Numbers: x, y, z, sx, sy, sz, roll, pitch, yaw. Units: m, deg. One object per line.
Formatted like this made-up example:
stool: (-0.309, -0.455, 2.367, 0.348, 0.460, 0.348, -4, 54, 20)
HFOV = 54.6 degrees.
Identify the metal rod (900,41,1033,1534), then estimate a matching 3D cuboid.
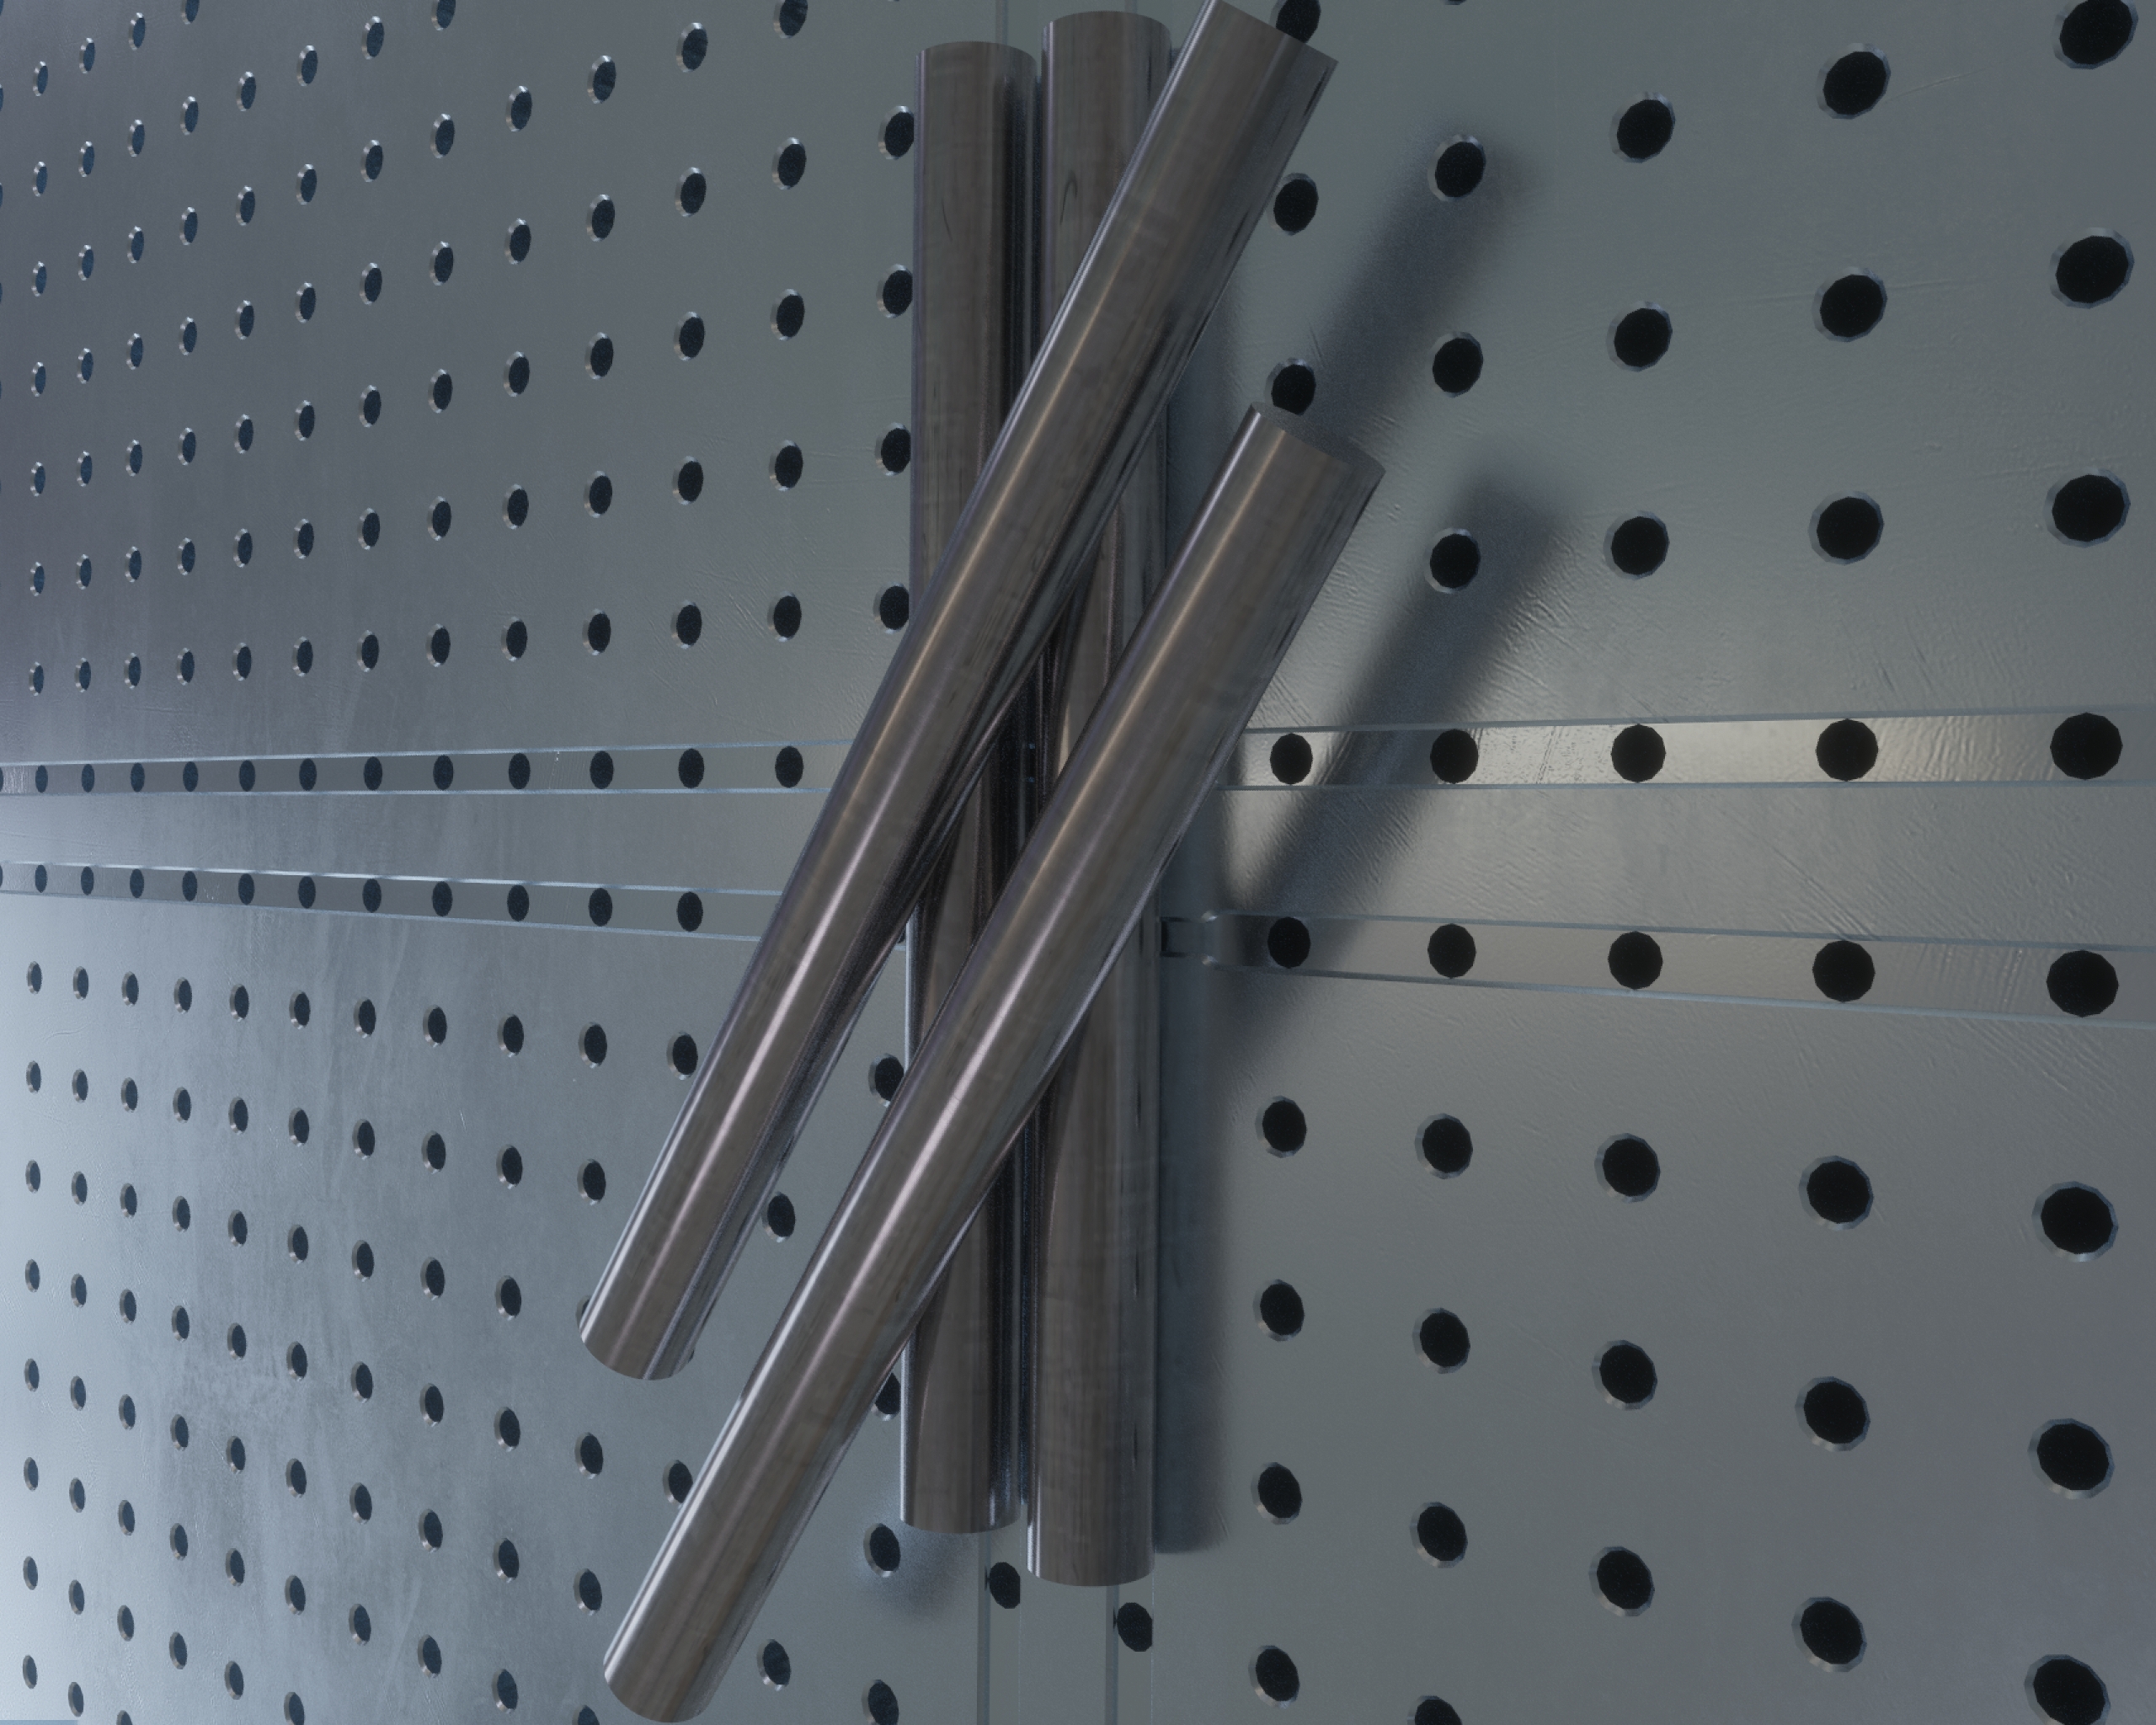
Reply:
metal rod: (-0.023, -0.015, 0.430, 0.025, 0.025, 0.298, 1, 91, 40)

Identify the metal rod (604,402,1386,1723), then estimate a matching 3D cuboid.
metal rod: (-0.025, 0.053, 0.399, 0.025, 0.025, 0.298, 42, 115, 32)

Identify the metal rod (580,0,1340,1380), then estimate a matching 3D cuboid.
metal rod: (-0.032, -0.018, 0.405, 0.025, 0.025, 0.298, 42, 115, 32)

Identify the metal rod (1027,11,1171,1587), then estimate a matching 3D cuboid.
metal rod: (0.004, -0.012, 0.408, 0.025, 0.025, 0.298, 1, 91, 40)
